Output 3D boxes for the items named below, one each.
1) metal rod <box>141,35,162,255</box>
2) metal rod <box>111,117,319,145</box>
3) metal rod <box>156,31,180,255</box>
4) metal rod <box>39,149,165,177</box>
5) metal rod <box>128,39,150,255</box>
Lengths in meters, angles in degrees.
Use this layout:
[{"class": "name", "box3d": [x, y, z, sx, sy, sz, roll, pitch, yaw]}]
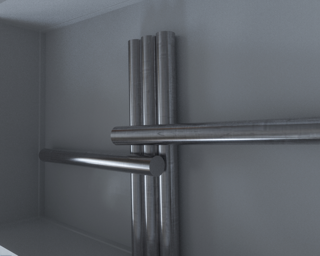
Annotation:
[{"class": "metal rod", "box3d": [-0.010, 0.029, 0.411, 0.025, 0.025, 0.298, -2, 89, 39]}, {"class": "metal rod", "box3d": [0.070, 0.005, 0.324, 0.300, 0.025, 0.025, -2, 89, 33]}, {"class": "metal rod", "box3d": [0.010, 0.028, 0.395, 0.025, 0.025, 0.298, -2, 89, 39]}, {"class": "metal rod", "box3d": [-0.109, 0.048, 0.471, 0.300, 0.025, 0.025, -1, 89, 45]}, {"class": "metal rod", "box3d": [-0.029, 0.029, 0.427, 0.025, 0.025, 0.298, -2, 89, 39]}]
